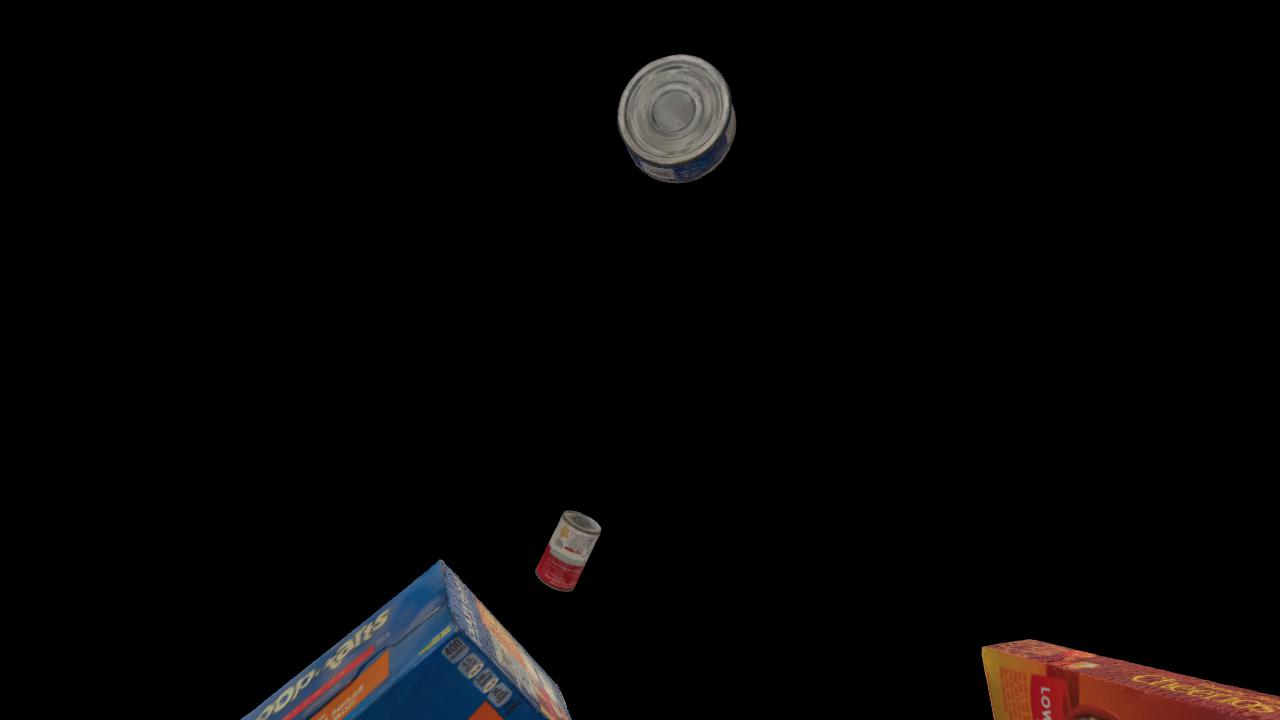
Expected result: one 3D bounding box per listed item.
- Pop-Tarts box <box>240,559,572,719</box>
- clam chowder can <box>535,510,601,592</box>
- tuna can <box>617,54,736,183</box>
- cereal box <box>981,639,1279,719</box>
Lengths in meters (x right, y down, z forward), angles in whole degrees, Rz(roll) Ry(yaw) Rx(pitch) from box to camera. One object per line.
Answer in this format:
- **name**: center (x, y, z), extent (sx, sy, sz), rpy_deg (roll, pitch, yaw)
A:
- **Pop-Tarts box**: center (-0.139, 0.235, 0.359), extent (0.167, 0.141, 0.083), rpy_deg (-38, 23, -15)
- **clam chowder can**: center (-0.109, 0.292, 0.947), extent (0.068, 0.102, 0.068), rpy_deg (26, 4, -2)
- **tuna can**: center (0.026, -0.175, 0.447), extent (0.084, 0.084, 0.034), rpy_deg (0, -4, 13)
- **cereal box**: center (0.441, 0.368, 0.507), extent (0.081, 0.203, 0.306), rpy_deg (-1, -13, -14)
